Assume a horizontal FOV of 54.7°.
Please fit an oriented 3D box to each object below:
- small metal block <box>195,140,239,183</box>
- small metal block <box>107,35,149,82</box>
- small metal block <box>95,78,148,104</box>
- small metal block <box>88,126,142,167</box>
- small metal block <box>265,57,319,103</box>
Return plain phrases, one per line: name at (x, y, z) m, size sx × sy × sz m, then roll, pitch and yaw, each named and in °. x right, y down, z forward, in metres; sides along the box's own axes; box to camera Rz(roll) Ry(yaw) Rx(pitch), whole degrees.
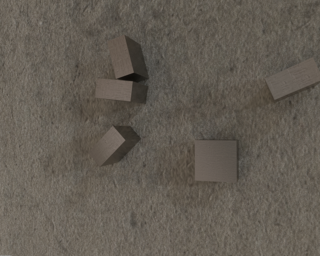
small metal block at (0.071, 0.040, 0.384) m, size 0.050 × 0.025 × 0.050 m, roll 0°, pitch 90°, yaw 19°
small metal block at (-0.041, -0.089, 0.409) m, size 0.025 × 0.050 × 0.050 m, roll -16°, pitch 85°, yaw 19°
small metal block at (-0.050, -0.048, 0.412) m, size 0.050 × 0.050 × 0.025 m, roll 8°, pitch 93°, yaw 19°
small metal block at (-0.059, 0.023, 0.416) m, size 0.050 × 0.050 × 0.025 m, roll -46°, pitch 76°, yaw 14°
small metal block at (0.147, -0.051, 0.344) m, size 0.050 × 0.050 × 0.025 m, roll -24°, pitch 82°, yaw 18°
